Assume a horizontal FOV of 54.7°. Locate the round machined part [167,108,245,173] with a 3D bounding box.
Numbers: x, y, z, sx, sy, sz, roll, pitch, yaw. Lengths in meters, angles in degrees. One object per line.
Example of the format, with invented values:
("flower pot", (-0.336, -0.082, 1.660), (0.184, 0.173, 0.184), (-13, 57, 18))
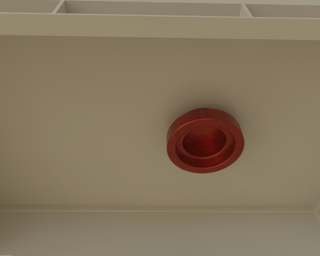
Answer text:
("round machined part", (0.058, 0.012, 0.409), (0.099, 0.042, 0.097), (-1, 130, 0))
